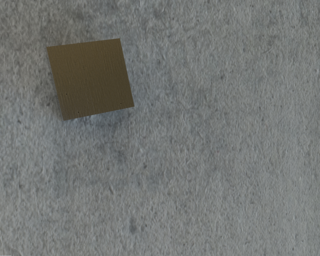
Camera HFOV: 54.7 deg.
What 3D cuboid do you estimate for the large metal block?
[{"bbox_3d":[-0.083,-0.055,0.365,0.081,0.050,0.080,-13,95,-20],"label":"large metal block"}]
